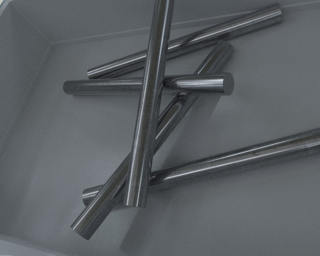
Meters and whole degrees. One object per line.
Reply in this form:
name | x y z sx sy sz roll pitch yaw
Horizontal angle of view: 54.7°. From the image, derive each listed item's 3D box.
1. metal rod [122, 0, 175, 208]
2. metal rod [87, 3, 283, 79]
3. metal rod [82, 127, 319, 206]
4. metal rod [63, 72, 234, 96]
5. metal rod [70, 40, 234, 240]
metal rod | -0.008 -0.059 0.369 0.025 0.025 0.299 -1 71 27
metal rod | 0.024 -0.121 0.465 0.301 0.025 0.025 -14 56 19
metal rod | 0.045 0.048 0.351 0.301 0.025 0.025 -17 55 17
metal rod | -0.040 -0.058 0.430 0.300 0.025 0.025 5 64 40
metal rod | 0.002 0.002 0.380 0.025 0.025 0.300 25 68 36
